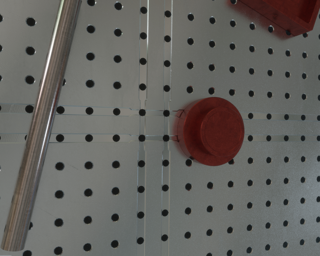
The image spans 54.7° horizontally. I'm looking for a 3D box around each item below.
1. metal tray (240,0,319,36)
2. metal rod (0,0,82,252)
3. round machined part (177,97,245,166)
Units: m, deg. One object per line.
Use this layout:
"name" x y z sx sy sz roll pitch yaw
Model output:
"metal tray" 0.192 -0.214 0.482 0.131 0.030 0.090 23 82 -19
"metal rod" -0.137 -0.011 0.362 0.025 0.025 0.298 13 85 -20
"round machined part" 0.078 0.005 0.434 0.099 0.042 0.097 0 90 -21
